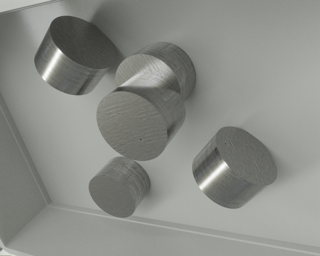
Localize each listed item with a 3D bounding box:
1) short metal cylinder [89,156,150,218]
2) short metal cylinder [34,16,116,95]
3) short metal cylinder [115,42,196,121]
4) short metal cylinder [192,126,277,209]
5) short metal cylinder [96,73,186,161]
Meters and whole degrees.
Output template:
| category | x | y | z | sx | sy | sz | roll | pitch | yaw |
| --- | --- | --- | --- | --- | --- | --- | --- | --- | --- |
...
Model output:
| category | x | y | z | sx | sy | sz | roll | pitch | yaw |
| --- | --- | --- | --- | --- | --- | --- | --- | --- | --- |
| short metal cylinder | -0.062 | 0.091 | 0.480 | 0.080 | 0.050 | 0.079 | 13 | 124 | 20 |
| short metal cylinder | -0.101 | -0.086 | 0.371 | 0.080 | 0.080 | 0.050 | 45 | 129 | -4 |
| short metal cylinder | -0.004 | -0.054 | 0.360 | 0.080 | 0.050 | 0.079 | 13 | 124 | 20 |
| short metal cylinder | 0.085 | 0.045 | 0.355 | 0.080 | 0.080 | 0.050 | 37 | 129 | 3 |
| short metal cylinder | -0.019 | -0.012 | 0.329 | 0.080 | 0.050 | 0.079 | 13 | 124 | 20 |
